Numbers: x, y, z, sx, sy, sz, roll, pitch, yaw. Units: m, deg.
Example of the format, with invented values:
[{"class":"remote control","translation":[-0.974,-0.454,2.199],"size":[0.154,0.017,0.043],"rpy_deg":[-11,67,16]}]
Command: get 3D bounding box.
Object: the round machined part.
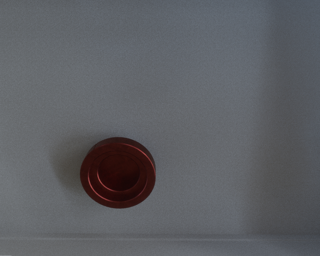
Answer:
[{"class":"round machined part","translation":[-0.055,0.057,0.423],"size":[0.099,0.042,0.097],"rpy_deg":[0,110,-1]}]
